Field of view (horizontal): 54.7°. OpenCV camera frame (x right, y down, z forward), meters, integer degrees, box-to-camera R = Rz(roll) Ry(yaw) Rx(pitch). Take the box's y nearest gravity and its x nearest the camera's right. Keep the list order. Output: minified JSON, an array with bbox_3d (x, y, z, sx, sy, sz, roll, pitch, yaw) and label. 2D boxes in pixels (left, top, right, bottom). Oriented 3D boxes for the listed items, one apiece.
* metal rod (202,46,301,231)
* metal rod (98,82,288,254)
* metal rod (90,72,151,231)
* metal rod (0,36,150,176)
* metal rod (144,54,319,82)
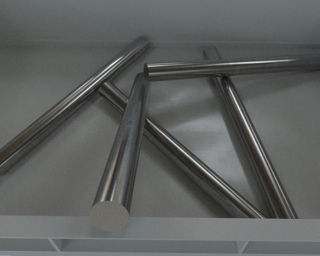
[{"bbox_3d":[0.108,-0.012,0.415,0.025,0.025,0.300,-8,50,-6],"label":"metal rod"},{"bbox_3d":[0.020,0.030,0.379,0.025,0.025,0.300,-34,58,-25],"label":"metal rod"},{"bbox_3d":[-0.029,-0.008,0.332,0.025,0.025,0.300,1,25,1],"label":"metal rod"},{"bbox_3d":[-0.111,-0.048,0.444,0.025,0.025,0.301,27,55,21],"label":"metal rod"},{"bbox_3d":[0.125,-0.090,0.453,0.302,0.025,0.025,-7,50,-17],"label":"metal rod"}]
